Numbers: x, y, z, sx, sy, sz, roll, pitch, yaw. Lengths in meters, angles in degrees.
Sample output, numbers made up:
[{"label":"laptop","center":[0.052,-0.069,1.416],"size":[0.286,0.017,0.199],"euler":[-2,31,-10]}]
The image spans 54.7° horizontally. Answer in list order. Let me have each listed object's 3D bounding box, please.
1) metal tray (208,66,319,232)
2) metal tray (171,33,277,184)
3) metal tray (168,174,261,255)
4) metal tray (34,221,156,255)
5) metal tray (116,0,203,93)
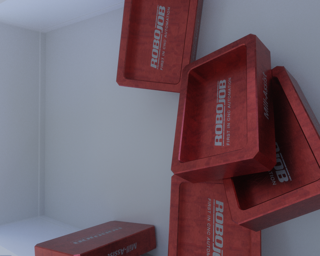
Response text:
[{"label":"metal tray","center":[0.098,0.016,0.282],"size":[0.090,0.030,0.130],"euler":[-34,43,30]},{"label":"metal tray","center":[0.060,-0.018,0.299],"size":[0.090,0.030,0.130],"euler":[-19,51,41]},{"label":"metal tray","center":[0.056,0.113,0.319],"size":[0.090,0.030,0.129],"euler":[0,79,15]},{"label":"metal tray","center":[-0.079,0.154,0.402],"size":[0.090,0.131,0.030],"euler":[-8,85,39]},{"label":"metal tray","center":[0.000,-0.111,0.380],"size":[0.090,0.030,0.129],"euler":[9,96,16]}]
